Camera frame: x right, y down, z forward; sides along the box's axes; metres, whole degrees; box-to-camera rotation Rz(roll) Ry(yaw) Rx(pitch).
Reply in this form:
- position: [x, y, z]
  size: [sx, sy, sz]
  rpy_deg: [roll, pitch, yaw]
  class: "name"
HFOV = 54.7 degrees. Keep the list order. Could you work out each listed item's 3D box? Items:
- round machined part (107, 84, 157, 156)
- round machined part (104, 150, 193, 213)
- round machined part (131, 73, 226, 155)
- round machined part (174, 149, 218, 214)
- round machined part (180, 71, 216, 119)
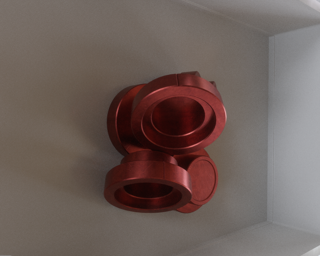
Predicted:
- position: [-0.013, -0.007, 0.387]
  size: [0.099, 0.042, 0.097]
  rpy_deg: [0, 90, -40]
  class: "round machined part"
- position: [-0.013, 0.060, 0.357]
  size: [0.098, 0.098, 0.042]
  rpy_deg: [32, 44, -36]
  class: "round machined part"
- position: [0.019, -0.019, 0.334]
  size: [0.098, 0.098, 0.042]
  rpy_deg: [40, 30, -33]
  class: "round machined part"
- position: [0.044, 0.071, 0.435]
  size: [0.099, 0.042, 0.097]
  rpy_deg: [0, 90, -40]
  class: "round machined part"
- position: [0.054, -0.027, 0.413]
  size: [0.098, 0.042, 0.097]
  rpy_deg: [-3, 91, -73]
  class: "round machined part"
